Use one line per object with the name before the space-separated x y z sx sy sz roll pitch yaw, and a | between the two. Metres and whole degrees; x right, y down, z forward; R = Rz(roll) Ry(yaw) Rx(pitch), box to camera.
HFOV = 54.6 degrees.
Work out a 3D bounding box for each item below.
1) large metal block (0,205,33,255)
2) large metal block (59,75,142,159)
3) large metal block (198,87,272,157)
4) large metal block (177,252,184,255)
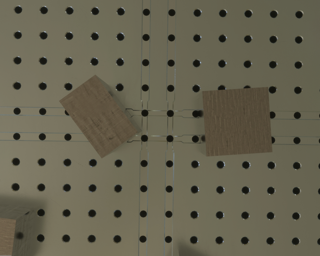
large metal block | -0.219 0.146 0.400 0.080 0.050 0.080 7 90 0
large metal block | -0.068 -0.013 0.385 0.050 0.080 0.080 -36 90 0
large metal block | 0.094 -0.008 0.401 0.080 0.050 0.080 -4 90 0
large metal block | 0.042 0.225 0.401 0.080 0.050 0.080 29 90 0
